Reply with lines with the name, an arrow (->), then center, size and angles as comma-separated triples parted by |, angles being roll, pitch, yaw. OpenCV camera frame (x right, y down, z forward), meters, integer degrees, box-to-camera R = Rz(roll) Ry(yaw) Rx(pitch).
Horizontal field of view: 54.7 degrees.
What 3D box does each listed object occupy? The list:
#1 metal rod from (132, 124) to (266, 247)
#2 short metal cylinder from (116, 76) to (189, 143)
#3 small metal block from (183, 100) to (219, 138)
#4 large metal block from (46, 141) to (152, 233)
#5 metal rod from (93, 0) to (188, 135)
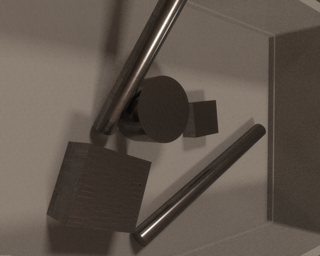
metal rod -> 0.077, 0.071, 0.473 | 0.302, 0.025, 0.025 | -33, 111, -35
short metal cylinder -> -0.010, -0.022, 0.384 | 0.081, 0.050, 0.079 | 0, 90, -40
small metal block -> 0.059, -0.014, 0.458 | 0.050, 0.025, 0.050 | -10, 96, -40
large metal block -> -0.064, 0.065, 0.338 | 0.080, 0.050, 0.080 | 23, 76, -38
metal rod -> 0.009, -0.120, 0.312 | 0.025, 0.025, 0.298 | 16, 113, -39
